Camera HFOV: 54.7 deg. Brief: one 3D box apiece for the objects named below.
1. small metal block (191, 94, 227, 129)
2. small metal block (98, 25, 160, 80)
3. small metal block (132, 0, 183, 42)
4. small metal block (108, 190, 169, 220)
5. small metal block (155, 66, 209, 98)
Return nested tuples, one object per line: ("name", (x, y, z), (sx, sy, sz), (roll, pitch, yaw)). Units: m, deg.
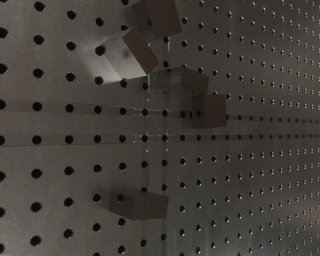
("small metal block", (0.075, -0.026, 0.475), (0.050, 0.025, 0.050), (-6, 94, -40))
("small metal block", (-0.037, -0.086, 0.364), (0.025, 0.050, 0.050), (-51, 120, -28))
("small metal block", (-0.002, -0.144, 0.409), (0.050, 0.025, 0.050), (-28, 108, -37))
("small metal block", (-0.026, 0.092, 0.373), (0.050, 0.050, 0.025), (10, 84, -40))
("small metal block", (0.030, -0.061, 0.420), (0.050, 0.050, 0.025), (13, 82, -40))
